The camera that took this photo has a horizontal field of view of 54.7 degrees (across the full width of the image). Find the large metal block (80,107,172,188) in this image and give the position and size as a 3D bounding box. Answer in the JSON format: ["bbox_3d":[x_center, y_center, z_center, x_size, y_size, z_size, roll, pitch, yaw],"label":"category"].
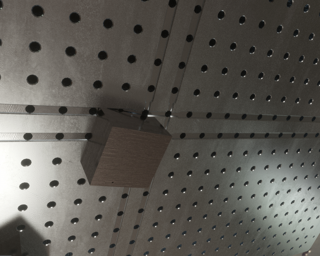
[{"bbox_3d":[-0.044,0.027,0.389,0.081,0.050,0.079,11,113,-33],"label":"large metal block"}]

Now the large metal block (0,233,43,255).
[{"bbox_3d":[-0.201,0.201,0.410,0.080,0.050,0.080,-28,129,-11],"label":"large metal block"}]
